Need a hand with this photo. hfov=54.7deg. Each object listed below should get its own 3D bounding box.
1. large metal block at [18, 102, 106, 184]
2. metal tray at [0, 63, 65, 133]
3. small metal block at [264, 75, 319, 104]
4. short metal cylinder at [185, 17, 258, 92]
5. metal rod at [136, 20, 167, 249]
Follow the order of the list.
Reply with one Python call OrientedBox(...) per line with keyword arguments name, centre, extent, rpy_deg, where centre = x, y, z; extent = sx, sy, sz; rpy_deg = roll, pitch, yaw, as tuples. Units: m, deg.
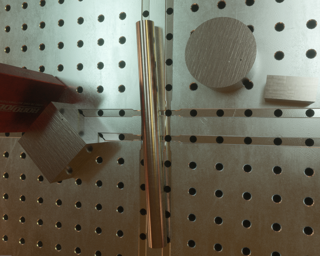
OrientedBox(name="large metal block", centre=(-0.141, 0.020, 0.448), extent=(0.080, 0.050, 0.080), rpy_deg=(-46, 76, 14))
OrientedBox(name="metal tray", centre=(-0.202, -0.037, 0.426), extent=(0.030, 0.130, 0.090), rpy_deg=(39, 102, 15))
OrientedBox(name="small metal block", centre=(0.146, -0.042, 0.348), extent=(0.050, 0.050, 0.025), rpy_deg=(7, 93, 19))
OrientedBox(name="short metal cylinder", centre=(0.075, -0.085, 0.372), extent=(0.080, 0.050, 0.079), rpy_deg=(0, 90, 19))
OrientedBox(name="metal rod", centre=(-0.011, 0.007, 0.415), extent=(0.025, 0.025, 0.298), rpy_deg=(-4, 89, 19))
